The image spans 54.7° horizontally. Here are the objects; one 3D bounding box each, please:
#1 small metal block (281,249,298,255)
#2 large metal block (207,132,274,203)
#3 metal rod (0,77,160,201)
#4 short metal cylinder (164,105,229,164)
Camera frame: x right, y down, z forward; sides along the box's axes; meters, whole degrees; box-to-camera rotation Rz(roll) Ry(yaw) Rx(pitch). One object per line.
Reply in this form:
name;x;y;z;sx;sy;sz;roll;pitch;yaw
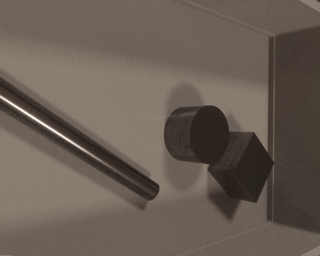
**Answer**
small metal block;0.269;0.288;0.640;0.050;0.025;0.050;48;61;-30
large metal block;0.134;0.062;0.506;0.080;0.050;0.080;49;61;-29
metal rod;-0.107;0.001;0.318;0.301;0.025;0.025;40;66;-33
short metal cylinder;0.052;0.009;0.437;0.081;0.050;0.079;0;90;-40
